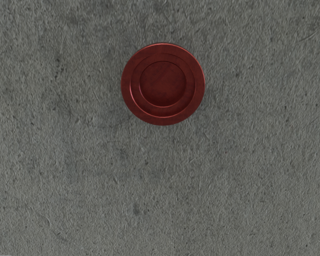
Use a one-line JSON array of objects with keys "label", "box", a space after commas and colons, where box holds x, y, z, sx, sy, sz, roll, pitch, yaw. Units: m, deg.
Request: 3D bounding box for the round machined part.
[{"label": "round machined part", "box": [0.003, -0.055, 0.380, 0.099, 0.042, 0.097, 0, 110, 0]}]
